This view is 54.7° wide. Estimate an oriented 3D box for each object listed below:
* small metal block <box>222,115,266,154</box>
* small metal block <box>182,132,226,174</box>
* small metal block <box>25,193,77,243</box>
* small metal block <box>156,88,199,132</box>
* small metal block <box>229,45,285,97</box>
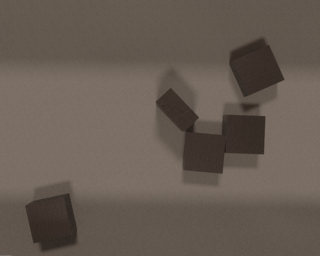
[{"bbox_3d":[0.111,0.008,0.413,0.050,0.025,0.050,2,90,-1],"label":"small metal block"},{"bbox_3d":[0.058,0.032,0.412,0.050,0.025,0.050,5,90,0],"label":"small metal block"},{"bbox_3d":[-0.143,0.119,0.410,0.050,0.025,0.050,-12,90,-1],"label":"small metal block"},{"bbox_3d":[0.021,-0.022,0.399,0.025,0.050,0.050,-44,91,0],"label":"small metal block"},{"bbox_3d":[0.128,-0.075,0.413,0.050,0.025,0.050,-24,90,-1],"label":"small metal block"}]
